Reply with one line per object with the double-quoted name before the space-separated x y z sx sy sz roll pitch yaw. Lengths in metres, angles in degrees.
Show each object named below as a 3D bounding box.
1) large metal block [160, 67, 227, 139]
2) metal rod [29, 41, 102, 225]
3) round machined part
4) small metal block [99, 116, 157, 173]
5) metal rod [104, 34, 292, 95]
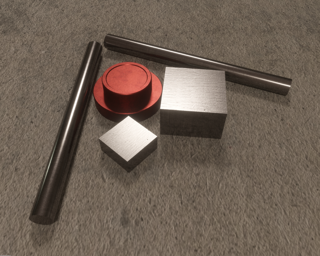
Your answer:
"large metal block" 0.044 -0.035 0.417 0.080 0.050 0.080 4 50 3
"metal rod" -0.115 -0.019 0.417 0.025 0.025 0.300 2 50 2
"round machined part" -0.045 -0.057 0.439 0.099 0.042 0.098 0 50 0
"small metal block" -0.039 0.019 0.386 0.050 0.025 0.050 35 58 25
"metal rod" 0.050 -0.104 0.490 0.301 0.025 0.025 17 52 13
